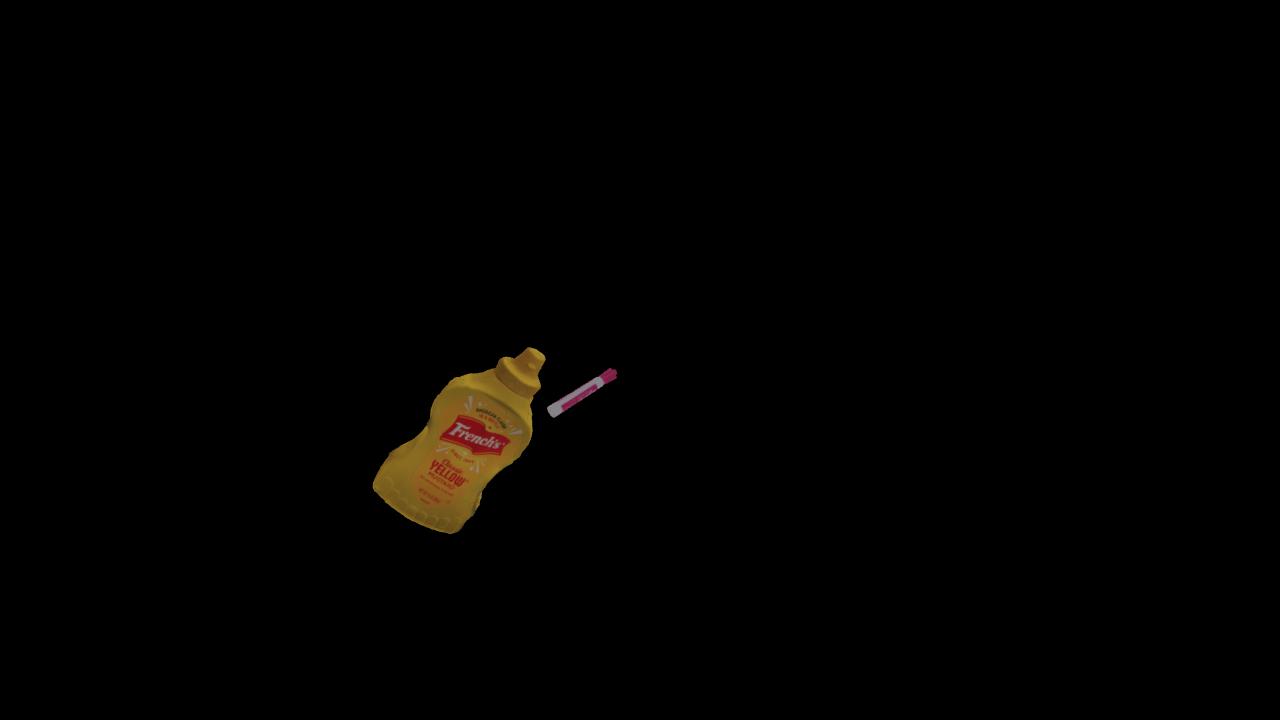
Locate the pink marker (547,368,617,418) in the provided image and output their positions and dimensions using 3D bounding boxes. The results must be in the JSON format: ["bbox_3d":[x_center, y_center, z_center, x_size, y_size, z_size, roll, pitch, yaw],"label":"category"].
[{"bbox_3d":[-0.083,0.046,0.909,0.121,0.020,0.020,-32,16,-26],"label":"pink marker"}]

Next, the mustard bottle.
[{"bbox_3d":[-0.146,0.062,0.544,0.092,0.184,0.054,38,8,-13],"label":"mustard bottle"}]
